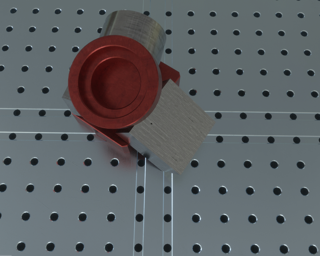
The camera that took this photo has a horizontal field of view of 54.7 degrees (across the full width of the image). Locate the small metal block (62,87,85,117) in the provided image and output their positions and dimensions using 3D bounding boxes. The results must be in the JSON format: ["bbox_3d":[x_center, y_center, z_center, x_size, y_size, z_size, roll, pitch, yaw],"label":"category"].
[{"bbox_3d":[-0.091,-0.044,0.380,0.025,0.050,0.050,18,71,6],"label":"small metal block"}]

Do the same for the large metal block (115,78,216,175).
[{"bbox_3d":[0.007,-0.001,0.379,0.080,0.050,0.080,42,72,-19],"label":"large metal block"}]

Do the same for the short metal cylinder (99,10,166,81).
[{"bbox_3d":[-0.037,-0.099,0.386,0.080,0.080,0.050,13,71,4],"label":"short metal cylinder"}]

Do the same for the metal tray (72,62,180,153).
[{"bbox_3d":[-0.044,-0.043,0.425,0.090,0.030,0.130,33,73,11],"label":"metal tray"}]

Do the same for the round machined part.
[{"bbox_3d":[-0.046,-0.048,0.340,0.098,0.042,0.097,0,90,11],"label":"round machined part"}]
